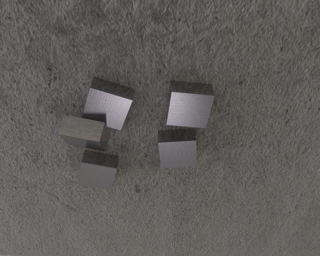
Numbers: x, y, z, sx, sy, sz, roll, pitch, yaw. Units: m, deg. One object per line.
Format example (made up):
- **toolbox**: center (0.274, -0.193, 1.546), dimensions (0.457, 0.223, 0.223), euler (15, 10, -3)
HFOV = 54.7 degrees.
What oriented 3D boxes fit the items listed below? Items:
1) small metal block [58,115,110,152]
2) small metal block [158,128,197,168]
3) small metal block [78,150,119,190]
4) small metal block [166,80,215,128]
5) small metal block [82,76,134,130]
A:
- **small metal block**: center (-0.094, 0.008, 0.393), dimensions (0.050, 0.025, 0.050), euler (11, 162, 2)
- **small metal block**: center (0.025, 0.029, 0.432), dimensions (0.050, 0.025, 0.050), euler (-4, 130, 3)
- **small metal block**: center (-0.092, 0.063, 0.460), dimensions (0.050, 0.025, 0.050), euler (12, 129, -10)
- **small metal block**: center (0.036, -0.029, 0.383), dimensions (0.050, 0.025, 0.050), euler (5, 130, -4)
- **small metal block**: center (-0.065, -0.029, 0.382), dimensions (0.050, 0.025, 0.050), euler (16, 128, -14)
